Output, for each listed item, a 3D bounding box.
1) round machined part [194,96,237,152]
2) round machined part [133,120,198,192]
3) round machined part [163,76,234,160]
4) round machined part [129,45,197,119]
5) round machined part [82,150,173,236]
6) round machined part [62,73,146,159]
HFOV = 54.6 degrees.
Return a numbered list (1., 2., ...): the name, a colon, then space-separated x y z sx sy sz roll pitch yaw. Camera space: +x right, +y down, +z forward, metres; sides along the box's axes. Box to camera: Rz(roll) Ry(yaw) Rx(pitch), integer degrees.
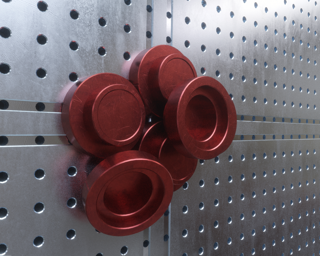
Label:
1. round machined part: 0.065 -0.011 0.450 0.099 0.042 0.097 0 90 -40
2. round machined part: 0.012 0.038 0.406 0.099 0.042 0.097 0 90 -40
3. round machined part: 0.043 -0.012 0.377 0.099 0.042 0.097 0 90 -40
4. round machined part: 0.012 -0.060 0.407 0.099 0.042 0.097 0 90 -40
5. round machined part: -0.038 0.068 0.348 0.099 0.042 0.097 -10 116 -21
6. round machined part: -0.055 -0.014 0.351 0.099 0.042 0.097 0 90 -40
